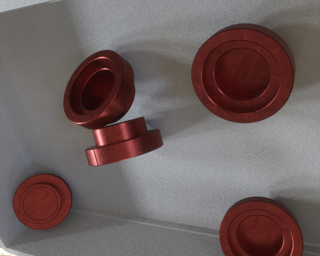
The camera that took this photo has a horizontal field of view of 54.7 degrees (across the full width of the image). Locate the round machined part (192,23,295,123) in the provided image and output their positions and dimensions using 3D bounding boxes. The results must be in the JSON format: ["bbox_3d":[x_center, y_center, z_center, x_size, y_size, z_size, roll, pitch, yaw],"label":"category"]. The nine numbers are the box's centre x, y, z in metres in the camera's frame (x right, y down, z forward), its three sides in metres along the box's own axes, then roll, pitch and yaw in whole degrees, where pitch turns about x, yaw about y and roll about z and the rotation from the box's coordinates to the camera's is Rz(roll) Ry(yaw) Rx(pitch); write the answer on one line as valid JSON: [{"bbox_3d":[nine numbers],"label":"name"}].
[{"bbox_3d":[0.086,-0.057,0.317,0.098,0.042,0.097,13,124,20],"label":"round machined part"}]

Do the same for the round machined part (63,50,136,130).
[{"bbox_3d":[-0.070,-0.043,0.383,0.098,0.098,0.042,-11,153,32],"label":"round machined part"}]

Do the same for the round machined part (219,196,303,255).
[{"bbox_3d":[0.128,0.136,0.397,0.098,0.042,0.097,1,93,20],"label":"round machined part"}]

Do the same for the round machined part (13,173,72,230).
[{"bbox_3d":[-0.207,0.130,0.547,0.098,0.098,0.042,46,169,-4],"label":"round machined part"}]

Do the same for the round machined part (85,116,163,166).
[{"bbox_3d":[-0.048,0.014,0.397,0.098,0.099,0.042,-13,94,33],"label":"round machined part"}]
